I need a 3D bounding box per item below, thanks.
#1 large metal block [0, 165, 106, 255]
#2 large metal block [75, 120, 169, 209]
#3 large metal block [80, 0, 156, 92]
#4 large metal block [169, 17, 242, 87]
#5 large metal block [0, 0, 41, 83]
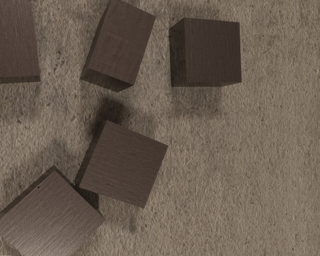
[{"bbox_3d":[-0.123,0.101,0.351,0.080,0.050,0.080,-44,104,-15],"label":"large metal block"},{"bbox_3d":[-0.048,0.043,0.379,0.080,0.050,0.080,24,82,-19],"label":"large metal block"},{"bbox_3d":[-0.052,-0.091,0.361,0.050,0.080,0.080,19,84,-20],"label":"large metal block"},{"bbox_3d":[0.060,-0.098,0.419,0.081,0.050,0.079,-3,91,-20],"label":"large metal block"},{"bbox_3d":[-0.176,-0.090,0.331,0.081,0.050,0.079,-7,93,-20],"label":"large metal block"}]
